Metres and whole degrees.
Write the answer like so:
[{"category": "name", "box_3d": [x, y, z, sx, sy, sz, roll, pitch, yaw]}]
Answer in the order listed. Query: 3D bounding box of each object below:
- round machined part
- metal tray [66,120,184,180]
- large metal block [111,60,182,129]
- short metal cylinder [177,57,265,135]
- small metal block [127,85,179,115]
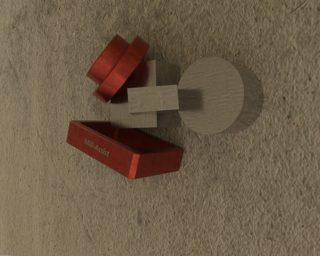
[{"category": "round machined part", "box_3d": [-0.060, -0.084, 0.408, 0.042, 0.098, 0.098, 37, 122, -15]}, {"category": "metal tray", "box_3d": [-0.046, 0.022, 0.402, 0.130, 0.091, 0.030, 22, 104, 38]}, {"category": "large metal block", "box_3d": [-0.019, -0.040, 0.407, 0.080, 0.050, 0.080, -2, 89, 40]}, {"category": "short metal cylinder", "box_3d": [0.065, -0.033, 0.338, 0.080, 0.050, 0.080, 0, 90, 40]}, {"category": "small metal block", "box_3d": [-0.007, -0.029, 0.337, 0.050, 0.050, 0.025, -5, 89, -2]}]
